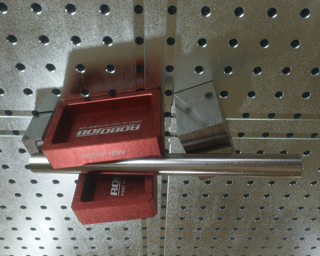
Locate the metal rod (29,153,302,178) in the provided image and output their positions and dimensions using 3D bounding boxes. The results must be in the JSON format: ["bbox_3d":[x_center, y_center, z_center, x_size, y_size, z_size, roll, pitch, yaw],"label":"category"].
[{"bbox_3d":[-0.005,0.041,0.347,0.301,0.025,0.025,-1,131,12],"label":"metal rod"}]

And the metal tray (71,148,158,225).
[{"bbox_3d":[-0.050,0.052,0.386,0.090,0.130,0.030,-7,130,5],"label":"metal tray"}]

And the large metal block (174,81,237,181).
[{"bbox_3d":[0.057,0.003,0.378,0.050,0.080,0.080,-18,128,14],"label":"large metal block"}]

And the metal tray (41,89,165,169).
[{"bbox_3d":[-0.061,-0.001,0.366,0.131,0.090,0.030,-7,131,5],"label":"metal tray"}]

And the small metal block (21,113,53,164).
[{"bbox_3d":[-0.151,0.016,0.406,0.025,0.050,0.050,-6,130,5],"label":"small metal block"}]
